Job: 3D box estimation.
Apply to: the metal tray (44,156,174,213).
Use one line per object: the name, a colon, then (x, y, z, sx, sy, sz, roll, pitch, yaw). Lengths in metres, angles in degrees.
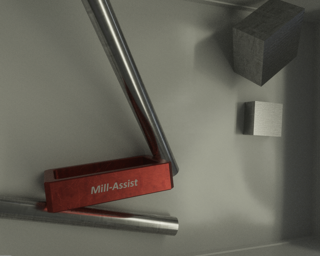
metal tray: (-0.061, 0.058, 0.354, 0.131, 0.090, 0.030, -7, 93, -20)

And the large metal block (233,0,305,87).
large metal block: (0.149, -0.119, 0.433, 0.080, 0.050, 0.080, -39, 144, -16)

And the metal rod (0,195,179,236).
metal rod: (-0.119, 0.101, 0.367, 0.302, 0.025, 0.025, 13, 86, -20)

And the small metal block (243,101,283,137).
small metal block: (0.156, -0.013, 0.470, 0.050, 0.025, 0.050, 4, 89, -20)

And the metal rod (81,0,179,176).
metal rod: (-0.035, -0.058, 0.340, 0.025, 0.025, 0.299, -34, 124, -17)
